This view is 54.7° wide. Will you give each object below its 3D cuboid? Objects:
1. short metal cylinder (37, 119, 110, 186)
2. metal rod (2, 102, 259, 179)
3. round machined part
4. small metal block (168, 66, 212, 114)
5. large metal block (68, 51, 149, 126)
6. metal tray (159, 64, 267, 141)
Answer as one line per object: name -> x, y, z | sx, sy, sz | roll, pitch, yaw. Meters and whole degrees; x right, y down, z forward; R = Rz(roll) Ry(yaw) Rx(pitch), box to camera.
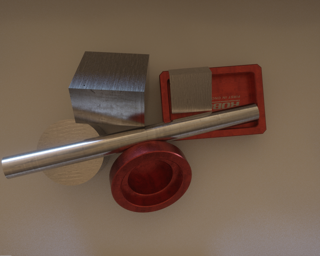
short metal cylinder -> -0.107, 0.029, 0.395 | 0.081, 0.050, 0.079 | 0, 90, -1
metal rod -> -0.024, 0.011, 0.368 | 0.302, 0.025, 0.025 | -13, 90, -11
round machined part -> -0.014, 0.056, 0.385 | 0.099, 0.042, 0.097 | -8, 124, -12
small metal block -> 0.038, -0.048, 0.389 | 0.050, 0.025, 0.050 | -5, 116, 0
large metal block -> -0.056, -0.049, 0.374 | 0.081, 0.080, 0.050 | 3, 132, 0
metal tray -> 0.067, -0.032, 0.408 | 0.131, 0.030, 0.089 | -5, 90, -1
